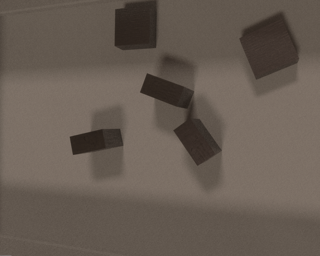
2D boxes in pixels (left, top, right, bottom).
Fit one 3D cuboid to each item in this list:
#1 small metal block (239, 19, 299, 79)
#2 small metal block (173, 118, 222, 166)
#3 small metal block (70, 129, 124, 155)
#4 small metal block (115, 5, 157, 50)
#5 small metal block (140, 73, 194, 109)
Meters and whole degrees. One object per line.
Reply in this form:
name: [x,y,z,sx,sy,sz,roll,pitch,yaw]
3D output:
small metal block: [0.128,-0.091,0.365,0.050,0.025,0.050,-22,83,18]
small metal block: [0.047,0.016,0.380,0.025,0.050,0.050,-37,79,16]
small metal block: [-0.086,0.018,0.426,0.050,0.050,0.025,-12,86,19]
small metal block: [-0.033,-0.135,0.421,0.050,0.025,0.050,1,90,19]
small metal block: [0.010,-0.046,0.393,0.050,0.050,0.025,23,98,18]
